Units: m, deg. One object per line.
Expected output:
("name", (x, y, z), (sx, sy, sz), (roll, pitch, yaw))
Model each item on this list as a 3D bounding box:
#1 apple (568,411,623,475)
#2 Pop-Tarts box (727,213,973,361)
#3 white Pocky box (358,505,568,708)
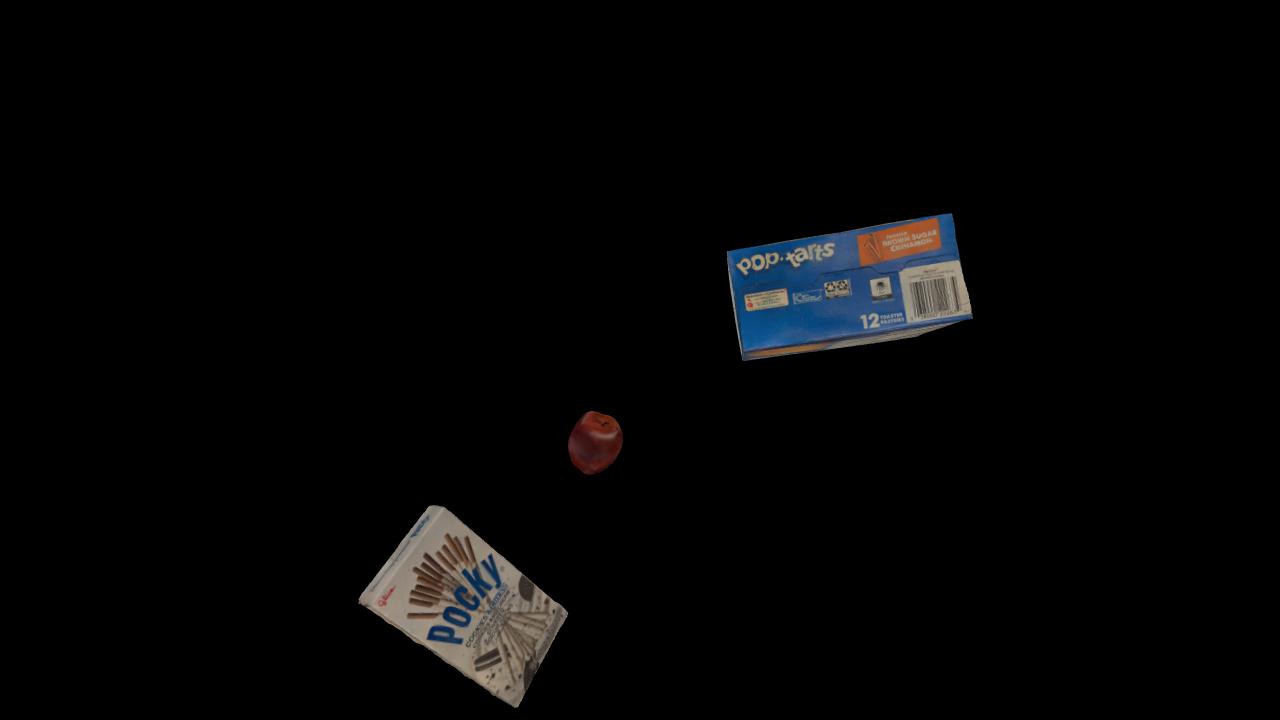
("apple", (-0.063, 0.119, 0.872), (0.079, 0.093, 0.079), (17, 33, -11))
("Pop-Tarts box", (0.163, -0.053, 0.521), (0.167, 0.083, 0.141), (-8, -5, 9))
("white Pocky box", (-0.129, 0.191, 0.477), (0.028, 0.084, 0.154), (-10, -52, 45))
